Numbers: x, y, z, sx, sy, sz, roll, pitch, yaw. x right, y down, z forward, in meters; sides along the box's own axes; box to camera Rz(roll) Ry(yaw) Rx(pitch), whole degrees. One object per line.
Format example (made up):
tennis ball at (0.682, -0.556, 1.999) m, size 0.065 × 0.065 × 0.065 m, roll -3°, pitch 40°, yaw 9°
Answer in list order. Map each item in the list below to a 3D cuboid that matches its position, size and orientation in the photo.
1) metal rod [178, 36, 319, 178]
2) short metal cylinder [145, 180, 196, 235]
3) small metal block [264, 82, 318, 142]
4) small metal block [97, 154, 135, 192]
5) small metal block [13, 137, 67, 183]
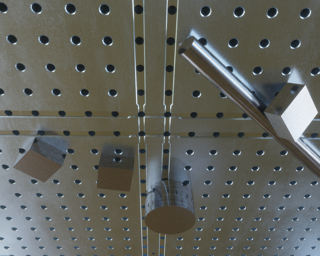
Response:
metal rod at (0.138, -0.012, 0.403) m, size 0.301 × 0.025 × 0.025 m, roll 35°, pitch 122°, yaw -27°
short metal cylinder at (0.016, 0.130, 0.506) m, size 0.081 × 0.050 × 0.079 m, roll 0°, pitch 130°, yaw 0°
small metal block at (0.162, -0.019, 0.381) m, size 0.050 × 0.025 × 0.050 m, roll -49°, pitch 123°, yaw -11°
small metal block at (-0.067, 0.069, 0.469) m, size 0.050 × 0.025 × 0.050 m, roll 7°, pitch 130°, yaw -7°
small metal block at (-0.174, 0.047, 0.449) m, size 0.050 × 0.025 × 0.050 m, roll 35°, pitch 122°, yaw -27°
